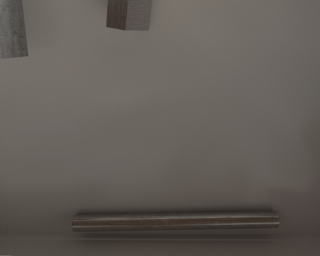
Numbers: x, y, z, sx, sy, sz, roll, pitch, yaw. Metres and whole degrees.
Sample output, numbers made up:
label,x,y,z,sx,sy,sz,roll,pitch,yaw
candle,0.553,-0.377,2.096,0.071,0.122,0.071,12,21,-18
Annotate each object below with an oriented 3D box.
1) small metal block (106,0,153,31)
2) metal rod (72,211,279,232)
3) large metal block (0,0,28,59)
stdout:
label,x,y,z,sx,sy,sz,roll,pitch,yaw
small metal block,-0.033,-0.136,0.344,0.025,0.050,0.050,18,113,23
metal rod,0.023,0.139,0.463,0.302,0.025,0.025,-1,110,0
large metal block,-0.192,-0.119,0.331,0.080,0.050,0.079,17,115,32
